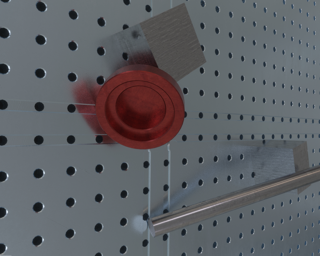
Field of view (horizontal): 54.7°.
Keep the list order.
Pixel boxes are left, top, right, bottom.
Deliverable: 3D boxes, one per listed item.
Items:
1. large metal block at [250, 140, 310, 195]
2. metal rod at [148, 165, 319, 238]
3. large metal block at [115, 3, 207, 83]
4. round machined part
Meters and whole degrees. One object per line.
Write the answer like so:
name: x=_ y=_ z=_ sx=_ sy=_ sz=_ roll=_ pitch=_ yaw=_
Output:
large metal block: x=0.215 y=0.067 z=0.553 sx=0.050 sy=0.080 sz=0.079 roll=-17 pitch=101 yaw=-39
metal rod: x=0.127 y=0.101 z=0.456 sx=0.302 sy=0.025 sz=0.025 roll=-12 pitch=98 yaw=-21
large metal block: x=0.004 y=-0.102 z=0.395 sx=0.080 sy=0.050 sz=0.080 roll=-38 pitch=113 yaw=-33
round machined part: x=-0.021 y=-0.027 z=0.357 sx=0.098 sy=0.098 sz=0.042 roll=58 pitch=19 yaw=-25
